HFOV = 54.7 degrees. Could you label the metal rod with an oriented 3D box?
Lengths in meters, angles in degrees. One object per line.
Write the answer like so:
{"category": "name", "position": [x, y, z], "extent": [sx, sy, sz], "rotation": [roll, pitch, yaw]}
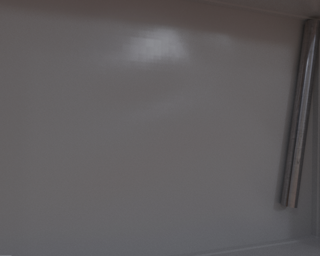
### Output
{"category": "metal rod", "position": [0.226, -0.024, 0.496], "extent": [0.025, 0.025, 0.298], "rotation": [10, 87, -20]}
